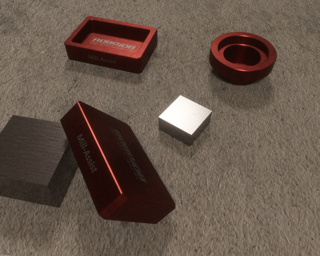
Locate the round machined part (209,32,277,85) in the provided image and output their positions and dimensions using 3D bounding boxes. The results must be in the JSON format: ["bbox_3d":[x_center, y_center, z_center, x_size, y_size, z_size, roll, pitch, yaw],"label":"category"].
[{"bbox_3d":[0.125,-0.104,0.481,0.099,0.042,0.098,0,50,0],"label":"round machined part"}]

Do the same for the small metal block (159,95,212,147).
[{"bbox_3d":[0.033,-0.010,0.412,0.050,0.025,0.050,29,56,22],"label":"small metal block"}]

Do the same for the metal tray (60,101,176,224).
[{"bbox_3d":[-0.045,0.036,0.330,0.030,0.090,0.130,-43,54,13],"label":"metal tray"}]

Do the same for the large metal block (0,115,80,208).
[{"bbox_3d":[-0.142,0.037,0.354,0.080,0.050,0.080,9,51,7],"label":"large metal block"}]

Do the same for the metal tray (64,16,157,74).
[{"bbox_3d":[-0.079,-0.142,0.517,0.131,0.030,0.090,14,51,11],"label":"metal tray"}]
